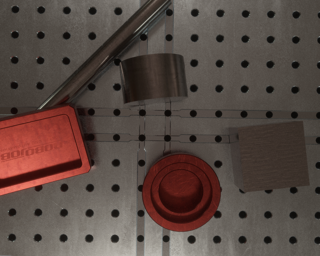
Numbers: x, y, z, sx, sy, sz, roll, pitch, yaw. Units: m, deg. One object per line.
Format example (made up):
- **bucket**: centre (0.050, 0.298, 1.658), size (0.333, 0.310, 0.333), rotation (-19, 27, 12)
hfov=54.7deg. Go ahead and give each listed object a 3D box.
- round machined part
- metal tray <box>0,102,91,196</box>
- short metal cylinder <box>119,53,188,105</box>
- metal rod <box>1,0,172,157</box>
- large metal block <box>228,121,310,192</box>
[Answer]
- **round machined part**: centre (0.027, 0.081, 0.405), size (0.099, 0.042, 0.097), rotation (0, 90, -1)
- **metal tray**: centre (-0.161, 0.026, 0.388), size (0.131, 0.030, 0.089), rotation (-14, 104, -9)
- **short metal cylinder**: centre (-0.008, -0.058, 0.386), size (0.081, 0.080, 0.050), rotation (-6, 90, 0)
- **metal rod**: centre (-0.100, -0.070, 0.411), size (0.300, 0.025, 0.025), rotation (-44, 91, -1)
- **large metal block**: centre (0.139, 0.035, 0.403), size (0.081, 0.050, 0.079), rotation (-6, 90, -1)
